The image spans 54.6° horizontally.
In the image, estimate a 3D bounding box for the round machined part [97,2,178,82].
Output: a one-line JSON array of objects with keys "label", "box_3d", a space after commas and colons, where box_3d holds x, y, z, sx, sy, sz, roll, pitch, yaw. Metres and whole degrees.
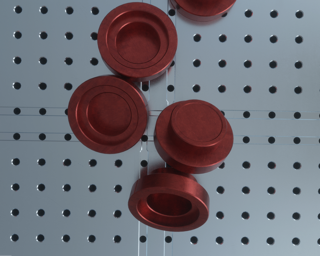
[{"label": "round machined part", "box_3d": [-0.029, -0.106, 0.400, 0.099, 0.042, 0.098, 1, 82, -4]}]

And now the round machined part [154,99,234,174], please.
[{"label": "round machined part", "box_3d": [0.043, 0.003, 0.382, 0.099, 0.042, 0.098, 5, 56, -7]}]

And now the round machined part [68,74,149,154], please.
[{"label": "round machined part", "box_3d": [-0.062, -0.019, 0.396, 0.098, 0.042, 0.097, 1, 105, 4]}]

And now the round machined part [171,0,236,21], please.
[{"label": "round machined part", "box_3d": [0.059, -0.195, 0.405, 0.099, 0.042, 0.097, 0, 90, 0]}]

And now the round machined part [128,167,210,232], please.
[{"label": "round machined part", "box_3d": [0.012, 0.086, 0.388, 0.098, 0.042, 0.097, 6, 134, 6]}]
